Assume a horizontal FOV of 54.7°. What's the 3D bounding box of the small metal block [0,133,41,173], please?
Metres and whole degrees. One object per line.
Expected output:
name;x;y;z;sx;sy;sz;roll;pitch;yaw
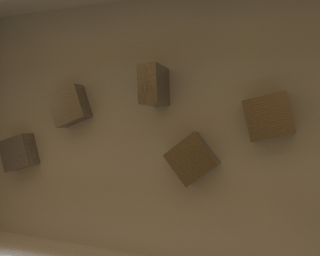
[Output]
small metal block;-0.223;0.039;0.489;0.050;0.025;0.050;-17;84;19

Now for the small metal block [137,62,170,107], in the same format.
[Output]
small metal block;-0.007;-0.055;0.400;0.025;0.050;0.050;-3;89;20

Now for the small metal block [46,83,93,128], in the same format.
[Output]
small metal block;-0.133;-0.032;0.457;0.050;0.025;0.050;-20;83;18

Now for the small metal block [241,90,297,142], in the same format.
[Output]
small metal block;0.128;-0.013;0.365;0.050;0.025;0.050;-13;86;19

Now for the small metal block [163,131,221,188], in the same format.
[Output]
small metal block;0.041;0.039;0.396;0.050;0.025;0.050;-39;78;15
